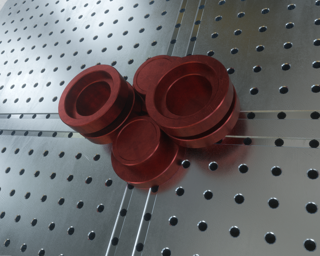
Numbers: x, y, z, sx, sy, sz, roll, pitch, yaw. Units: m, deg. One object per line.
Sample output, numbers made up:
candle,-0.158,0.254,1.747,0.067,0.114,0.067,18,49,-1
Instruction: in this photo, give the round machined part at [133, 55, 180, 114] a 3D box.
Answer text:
round machined part,0.002,-0.063,0.436,0.098,0.042,0.098,-13,56,21

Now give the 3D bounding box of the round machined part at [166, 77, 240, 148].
round machined part,0.050,-0.019,0.383,0.098,0.042,0.098,-13,56,21

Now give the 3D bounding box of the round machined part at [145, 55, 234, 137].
round machined part,0.036,-0.033,0.357,0.098,0.042,0.098,-13,56,21

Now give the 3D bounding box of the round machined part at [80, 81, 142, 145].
round machined part,-0.070,-0.020,0.447,0.098,0.042,0.098,-13,56,21

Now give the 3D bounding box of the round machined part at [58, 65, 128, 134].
round machined part,-0.086,-0.035,0.423,0.098,0.042,0.098,-13,56,21

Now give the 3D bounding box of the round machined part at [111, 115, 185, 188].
round machined part,-0.021,0.023,0.394,0.098,0.042,0.098,-13,56,21
